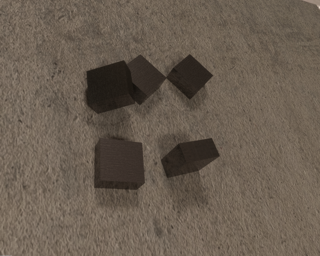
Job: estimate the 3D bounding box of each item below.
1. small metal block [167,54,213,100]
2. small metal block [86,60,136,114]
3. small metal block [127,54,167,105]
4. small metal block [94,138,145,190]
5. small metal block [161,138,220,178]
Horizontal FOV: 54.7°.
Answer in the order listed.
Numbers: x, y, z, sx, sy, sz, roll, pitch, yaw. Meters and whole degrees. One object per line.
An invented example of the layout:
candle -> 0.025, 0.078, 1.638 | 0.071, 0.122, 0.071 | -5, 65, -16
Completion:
small metal block -> 0.046, -0.080, 0.479 | 0.050, 0.025, 0.050 | 43, 51, 1
small metal block -> -0.061, -0.051, 0.386 | 0.050, 0.025, 0.050 | -15, 63, 8
small metal block -> -0.028, -0.068, 0.432 | 0.050, 0.025, 0.050 | 42, 51, 0
small metal block -> -0.047, 0.042, 0.354 | 0.050, 0.025, 0.050 | 8, 58, -24
small metal block -> 0.037, 0.038, 0.386 | 0.050, 0.050, 0.025 | -7, 66, -32
